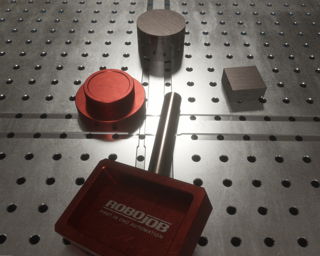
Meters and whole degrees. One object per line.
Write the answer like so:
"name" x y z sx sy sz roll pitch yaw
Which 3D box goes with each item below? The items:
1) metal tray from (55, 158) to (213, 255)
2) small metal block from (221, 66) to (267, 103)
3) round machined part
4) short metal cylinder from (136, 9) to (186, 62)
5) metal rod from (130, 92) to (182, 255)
"metal tray" -0.027 0.086 0.301 0.130 0.030 0.090 12 55 31
"small metal block" 0.125 -0.066 0.465 0.050 0.025 0.050 -5 50 -5
"round machined part" -0.069 -0.046 0.434 0.099 0.042 0.098 0 50 0
"short metal cylinder" 0.002 -0.158 0.524 0.081 0.050 0.080 0 50 0
"metal rod" -0.006 0.070 0.348 0.025 0.025 0.300 8 50 6
